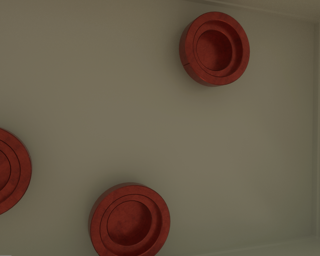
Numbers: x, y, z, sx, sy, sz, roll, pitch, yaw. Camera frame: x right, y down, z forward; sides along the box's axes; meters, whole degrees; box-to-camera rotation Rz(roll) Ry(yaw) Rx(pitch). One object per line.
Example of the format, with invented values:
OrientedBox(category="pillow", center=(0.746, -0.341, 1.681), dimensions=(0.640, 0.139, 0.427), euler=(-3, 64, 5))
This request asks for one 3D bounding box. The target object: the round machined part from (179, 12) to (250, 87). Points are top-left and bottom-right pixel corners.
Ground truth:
OrientedBox(category="round machined part", center=(0.071, -0.105, 0.429), dimensions=(0.099, 0.042, 0.097), euler=(0, 90, -21))

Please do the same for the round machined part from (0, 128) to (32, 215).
OrientedBox(category="round machined part", center=(-0.190, 0.045, 0.332), dimensions=(0.099, 0.042, 0.097), euler=(0, 90, -21))

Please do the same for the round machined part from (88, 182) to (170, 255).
OrientedBox(category="round machined part", center=(-0.040, 0.117, 0.388), dimensions=(0.099, 0.042, 0.097), euler=(0, 90, -21))
